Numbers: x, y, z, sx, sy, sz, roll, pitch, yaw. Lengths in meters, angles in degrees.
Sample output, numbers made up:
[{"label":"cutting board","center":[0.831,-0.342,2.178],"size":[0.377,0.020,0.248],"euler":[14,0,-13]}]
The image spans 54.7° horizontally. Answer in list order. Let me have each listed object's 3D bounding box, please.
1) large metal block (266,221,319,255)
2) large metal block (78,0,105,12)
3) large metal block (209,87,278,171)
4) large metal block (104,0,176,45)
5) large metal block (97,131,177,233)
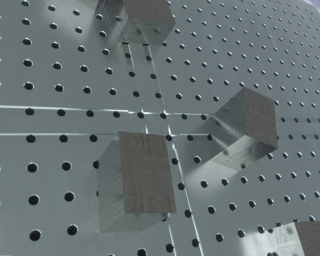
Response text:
[{"label":"large metal block","center":[0.195,0.166,0.398],"size":[0.081,0.050,0.080],"euler":[7,59,-25]},{"label":"large metal block","center":[-0.109,-0.239,0.461],"size":[0.080,0.080,0.050],"euler":[33,51,-7]},{"label":"large metal block","center":[0.114,0.003,0.435],"size":[0.050,0.080,0.080],"euler":[21,54,-16]},{"label":"large metal block","center":[-0.032,-0.180,0.486],"size":[0.081,0.050,0.080],"euler":[-6,65,-31]},{"label":"large metal block","center":[-0.029,0.059,0.322],"size":[0.050,0.080,0.080],"euler":[6,59,-26]}]
